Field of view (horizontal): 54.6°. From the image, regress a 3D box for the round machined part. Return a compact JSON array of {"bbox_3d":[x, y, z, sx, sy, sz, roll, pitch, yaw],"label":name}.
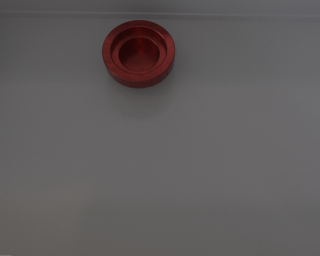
[{"bbox_3d":[-0.029,-0.099,0.437,0.099,0.042,0.098,0,70,0],"label":"round machined part"}]
